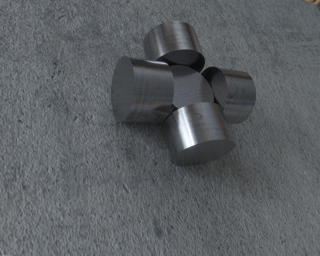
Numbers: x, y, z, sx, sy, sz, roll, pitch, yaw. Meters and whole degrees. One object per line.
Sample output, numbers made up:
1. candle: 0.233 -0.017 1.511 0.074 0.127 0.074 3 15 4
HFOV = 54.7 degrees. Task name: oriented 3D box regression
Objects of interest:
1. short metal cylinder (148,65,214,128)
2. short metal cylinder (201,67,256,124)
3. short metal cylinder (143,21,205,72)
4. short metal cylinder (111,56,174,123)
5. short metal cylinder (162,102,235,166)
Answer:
1. short metal cylinder: 0.027 -0.040 0.430 0.081 0.050 0.080 14 56 -21
2. short metal cylinder: 0.092 -0.046 0.450 0.050 0.080 0.080 2 61 -28
3. short metal cylinder: 0.019 -0.106 0.445 0.081 0.080 0.050 2 62 -28
4. short metal cylinder: -0.024 -0.046 0.387 0.050 0.080 0.080 2 61 -28
5. short metal cylinder: 0.048 0.010 0.391 0.081 0.080 0.050 0 61 -29
